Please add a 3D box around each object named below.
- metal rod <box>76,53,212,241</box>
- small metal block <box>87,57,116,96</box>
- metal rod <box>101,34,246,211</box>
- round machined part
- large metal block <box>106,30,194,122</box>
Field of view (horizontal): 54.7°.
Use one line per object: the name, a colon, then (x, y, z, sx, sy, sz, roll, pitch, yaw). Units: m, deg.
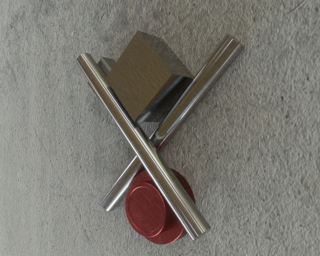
metal rod: (-0.034, 0.006, 0.399, 0.025, 0.025, 0.300, -51, 61, 28)
small metal block: (-0.078, -0.071, 0.470, 0.050, 0.025, 0.050, 50, 119, 28)
metal rod: (0.002, 0.010, 0.405, 0.025, 0.025, 0.298, 52, 120, 27)
round machined part: (-0.006, 0.101, 0.398, 0.098, 0.042, 0.097, 0, 90, 39)
large metal block: (-0.014, -0.064, 0.401, 0.080, 0.050, 0.080, -49, 61, 28)
